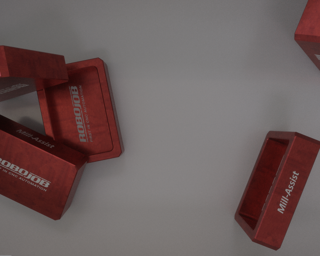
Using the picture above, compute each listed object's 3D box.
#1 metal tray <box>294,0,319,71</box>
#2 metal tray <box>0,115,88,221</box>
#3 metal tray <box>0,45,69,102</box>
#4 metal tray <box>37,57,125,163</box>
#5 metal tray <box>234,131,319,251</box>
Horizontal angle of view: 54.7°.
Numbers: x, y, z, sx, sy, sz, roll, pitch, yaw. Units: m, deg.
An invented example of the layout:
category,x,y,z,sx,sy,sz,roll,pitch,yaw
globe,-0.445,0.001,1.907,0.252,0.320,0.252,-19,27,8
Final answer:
category,x,y,z,sx,sy,sz,roll,pitch,yaw
metal tray,0.210,-0.120,0.365,0.030,0.131,0.090,24,95,43
metal tray,-0.167,0.050,0.389,0.130,0.030,0.089,25,113,1
metal tray,-0.184,-0.056,0.353,0.130,0.090,0.030,-11,91,25
metal tray,-0.105,-0.019,0.407,0.091,0.030,0.129,-12,90,0
metal tray,0.138,0.069,0.379,0.030,0.090,0.129,22,90,0
